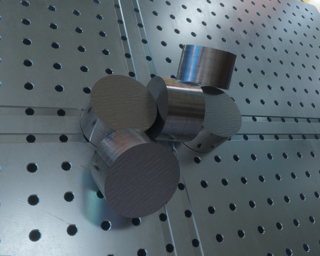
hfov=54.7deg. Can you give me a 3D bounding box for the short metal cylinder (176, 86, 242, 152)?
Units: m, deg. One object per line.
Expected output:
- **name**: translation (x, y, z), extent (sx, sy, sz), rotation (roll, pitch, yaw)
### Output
- **short metal cylinder**: translation (0.067, -0.012, 0.436), extent (0.081, 0.050, 0.080), rotation (14, 56, -21)

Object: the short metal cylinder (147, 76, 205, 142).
- **short metal cylinder**: translation (0.014, -0.023, 0.396), extent (0.050, 0.080, 0.080), rotation (5, 60, -26)

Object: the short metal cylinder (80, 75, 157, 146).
- **short metal cylinder**: translation (-0.051, -0.017, 0.376), extent (0.081, 0.050, 0.080), rotation (14, 56, -21)

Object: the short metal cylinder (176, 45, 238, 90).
- **short metal cylinder**: translation (0.068, -0.089, 0.457), extent (0.081, 0.080, 0.050), rotation (8, 100, -24)

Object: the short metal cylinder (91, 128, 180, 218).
- **short metal cylinder**: translation (-0.026, 0.046, 0.325), extent (0.081, 0.050, 0.079), rotation (-9, 110, -25)
